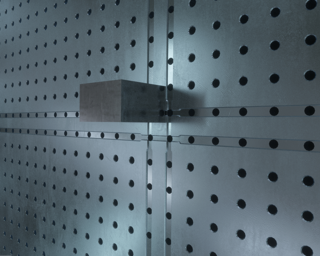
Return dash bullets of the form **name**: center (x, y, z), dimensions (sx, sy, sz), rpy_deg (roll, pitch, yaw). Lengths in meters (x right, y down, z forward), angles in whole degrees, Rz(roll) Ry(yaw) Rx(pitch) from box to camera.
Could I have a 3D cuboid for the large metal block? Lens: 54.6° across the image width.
- **large metal block**: center (-0.050, -0.033, 0.416), dimensions (0.080, 0.081, 0.050), rpy_deg (1, 91, 40)
